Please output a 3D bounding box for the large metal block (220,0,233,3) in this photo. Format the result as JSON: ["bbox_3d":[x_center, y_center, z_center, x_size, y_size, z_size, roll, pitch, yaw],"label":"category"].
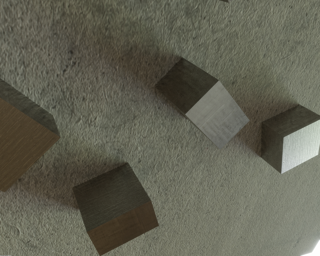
[{"bbox_3d":[0.051,-0.174,0.291,0.050,0.080,0.080,-35,129,-5],"label":"large metal block"}]

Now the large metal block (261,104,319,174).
[{"bbox_3d":[0.220,0.018,0.522,0.081,0.050,0.080,-23,127,-14],"label":"large metal block"}]

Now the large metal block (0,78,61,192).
[{"bbox_3d":[-0.161,0.004,0.305,0.080,0.050,0.080,-44,129,2],"label":"large metal block"}]

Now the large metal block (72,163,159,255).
[{"bbox_3d":[-0.058,0.102,0.402,0.081,0.080,0.050,-23,127,-14],"label":"large metal block"}]

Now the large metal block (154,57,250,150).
[{"bbox_3d":[0.051,-0.031,0.380,0.050,0.080,0.080,-46,129,4],"label":"large metal block"}]
